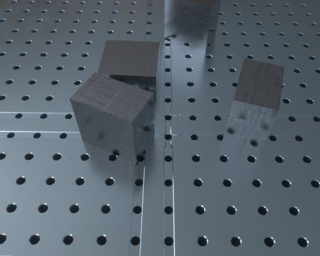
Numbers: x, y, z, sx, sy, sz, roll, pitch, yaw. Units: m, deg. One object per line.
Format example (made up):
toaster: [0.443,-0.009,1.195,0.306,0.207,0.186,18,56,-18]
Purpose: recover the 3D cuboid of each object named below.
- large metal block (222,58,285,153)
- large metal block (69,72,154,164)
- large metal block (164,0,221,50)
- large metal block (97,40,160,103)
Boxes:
large metal block: [0.119,-0.029,0.398,0.050,0.080,0.080,15,52,12]
large metal block: [-0.054,-0.011,0.381,0.080,0.080,0.050,21,53,16]
large metal block: [0.055,-0.193,0.535,0.080,0.080,0.050,21,53,16]
large metal block: [-0.043,-0.086,0.463,0.080,0.050,0.080,3,50,2]
